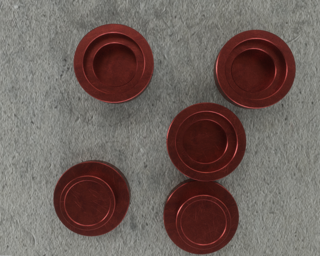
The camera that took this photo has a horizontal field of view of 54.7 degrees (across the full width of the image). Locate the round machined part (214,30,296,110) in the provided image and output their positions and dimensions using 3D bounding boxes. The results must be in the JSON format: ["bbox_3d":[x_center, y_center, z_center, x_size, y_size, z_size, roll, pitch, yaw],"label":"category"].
[{"bbox_3d":[0.119,-0.073,0.402,0.099,0.042,0.097,0,90,0],"label":"round machined part"}]

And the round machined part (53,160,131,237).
[{"bbox_3d":[-0.089,0.092,0.401,0.099,0.042,0.097,0,90,0],"label":"round machined part"}]

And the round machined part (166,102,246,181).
[{"bbox_3d":[0.057,0.017,0.402,0.099,0.042,0.097,0,90,0],"label":"round machined part"}]

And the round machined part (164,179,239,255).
[{"bbox_3d":[0.054,0.116,0.402,0.099,0.042,0.097,0,90,0],"label":"round machined part"}]

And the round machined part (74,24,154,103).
[{"bbox_3d":[-0.057,-0.080,0.401,0.099,0.042,0.097,0,90,0],"label":"round machined part"}]
